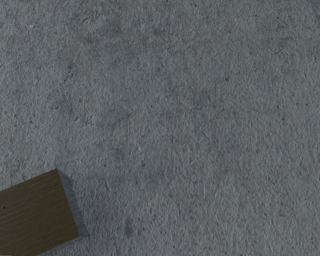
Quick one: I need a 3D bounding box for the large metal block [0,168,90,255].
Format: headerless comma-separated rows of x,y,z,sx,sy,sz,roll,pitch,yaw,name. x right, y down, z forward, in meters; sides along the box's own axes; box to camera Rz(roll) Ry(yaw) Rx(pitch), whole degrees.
-0.138,0.103,0.356,0.080,0.050,0.080,-22,72,-8,large metal block
